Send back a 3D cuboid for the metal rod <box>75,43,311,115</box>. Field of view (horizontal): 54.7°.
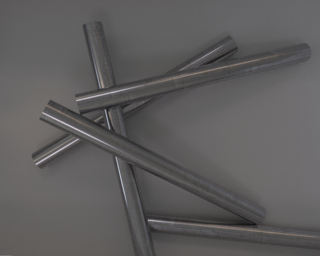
[{"bbox_3d":[0.050,-0.064,0.382,0.302,0.025,0.025,-15,90,-12],"label":"metal rod"}]

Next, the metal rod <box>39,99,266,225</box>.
[{"bbox_3d":[0.004,0.049,0.374,0.301,0.025,0.025,28,90,-15],"label":"metal rod"}]

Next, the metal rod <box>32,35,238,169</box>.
[{"bbox_3d":[-0.033,-0.034,0.410,0.301,0.025,0.025,-31,90,0],"label":"metal rod"}]

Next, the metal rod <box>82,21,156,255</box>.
[{"bbox_3d":[-0.050,0.018,0.384,0.025,0.025,0.298,-13,90,0],"label":"metal rod"}]

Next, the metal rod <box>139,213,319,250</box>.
[{"bbox_3d":[0.118,0.139,0.412,0.302,0.025,0.025,6,90,0],"label":"metal rod"}]
